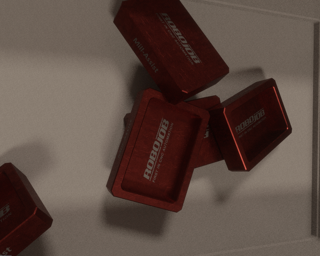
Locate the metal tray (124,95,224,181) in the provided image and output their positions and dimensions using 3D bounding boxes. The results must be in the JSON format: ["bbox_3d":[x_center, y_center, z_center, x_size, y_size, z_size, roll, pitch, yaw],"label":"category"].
[{"bbox_3d":[0.025,0.012,0.418,0.131,0.030,0.089,-13,95,-20],"label":"metal tray"}]

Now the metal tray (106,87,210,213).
[{"bbox_3d":[-0.001,0.027,0.376,0.091,0.030,0.129,20,83,-19],"label":"metal tray"}]

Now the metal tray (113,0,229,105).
[{"bbox_3d":[0.015,-0.101,0.380,0.091,0.030,0.130,-29,82,-37],"label":"metal tray"}]

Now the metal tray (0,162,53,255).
[{"bbox_3d":[-0.184,0.105,0.307,0.131,0.090,0.030,-40,138,-16],"label":"metal tray"}]

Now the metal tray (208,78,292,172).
[{"bbox_3d":[0.131,-0.007,0.436,0.131,0.030,0.090,-30,102,-36],"label":"metal tray"}]
